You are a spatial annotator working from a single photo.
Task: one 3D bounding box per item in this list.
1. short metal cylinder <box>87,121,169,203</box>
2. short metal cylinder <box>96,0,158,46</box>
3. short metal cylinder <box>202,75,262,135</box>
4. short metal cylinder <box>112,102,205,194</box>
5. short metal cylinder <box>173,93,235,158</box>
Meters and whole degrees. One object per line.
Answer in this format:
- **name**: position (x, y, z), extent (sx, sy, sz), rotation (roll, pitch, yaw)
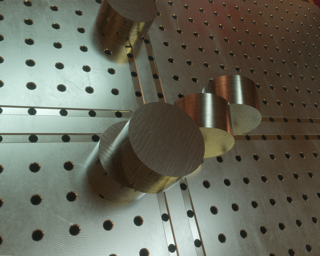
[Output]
- **short metal cylinder**: position (-0.036, 0.038, 0.349), extent (0.081, 0.050, 0.080), rotation (14, 56, -21)
- **short metal cylinder**: position (-0.051, -0.172, 0.470), extent (0.081, 0.050, 0.080), rotation (14, 56, -21)
- **short metal cylinder**: position (0.101, -0.031, 0.446), extent (0.081, 0.080, 0.050), rotation (16, 55, -19)
- **short metal cylinder**: position (-0.002, 0.020, 0.314), extent (0.081, 0.050, 0.080), rotation (14, 56, -21)
- **short metal cylinder**: position (0.054, -0.001, 0.402), extent (0.081, 0.080, 0.050), rotation (15, 56, -20)
